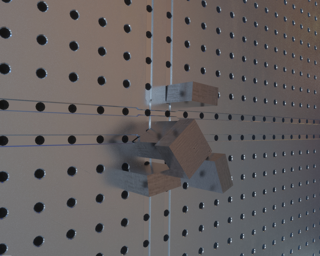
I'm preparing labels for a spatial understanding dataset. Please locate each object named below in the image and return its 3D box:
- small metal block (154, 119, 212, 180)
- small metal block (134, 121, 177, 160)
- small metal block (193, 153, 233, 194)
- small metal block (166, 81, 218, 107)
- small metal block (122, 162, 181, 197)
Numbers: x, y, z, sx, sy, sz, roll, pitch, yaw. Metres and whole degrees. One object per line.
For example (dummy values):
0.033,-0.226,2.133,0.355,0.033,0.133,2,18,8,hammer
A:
0.029,0.024,0.367,0.050,0.025,0.050,-46,117,-30,small metal block
0.004,0.015,0.395,0.050,0.050,0.025,-39,114,-33,small metal block
0.074,0.064,0.454,0.025,0.050,0.050,-27,107,-37,small metal block
0.044,-0.045,0.429,0.050,0.050,0.025,6,87,-40,small metal block
-0.010,0.062,0.383,0.050,0.050,0.025,-10,97,-40,small metal block
